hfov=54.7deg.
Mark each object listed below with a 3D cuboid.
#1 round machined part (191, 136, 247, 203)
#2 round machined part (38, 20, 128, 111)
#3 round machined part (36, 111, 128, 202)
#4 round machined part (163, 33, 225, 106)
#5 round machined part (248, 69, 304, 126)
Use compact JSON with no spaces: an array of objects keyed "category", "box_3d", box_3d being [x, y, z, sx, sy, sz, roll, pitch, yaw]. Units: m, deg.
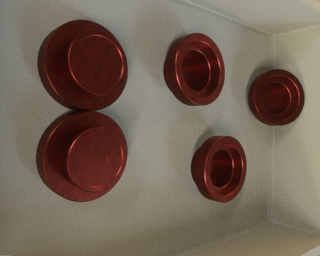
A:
[{"category":"round machined part","box_3d":[0.085,0.060,0.470,0.099,0.042,0.097,0,90,-40]},{"category":"round machined part","box_3d":[-0.075,-0.067,0.334,0.099,0.042,0.097,0,90,-40]},{"category":"round machined part","box_3d":[-0.075,0.031,0.330,0.099,0.042,0.097,-5,97,-40]},{"category":"round machined part","box_3d":[0.044,-0.079,0.434,0.099,0.042,0.097,0,90,-40]},{"category":"round machined part","box_3d":[0.201,-0.052,0.551,0.099,0.042,0.097,0,88,-13]}]
